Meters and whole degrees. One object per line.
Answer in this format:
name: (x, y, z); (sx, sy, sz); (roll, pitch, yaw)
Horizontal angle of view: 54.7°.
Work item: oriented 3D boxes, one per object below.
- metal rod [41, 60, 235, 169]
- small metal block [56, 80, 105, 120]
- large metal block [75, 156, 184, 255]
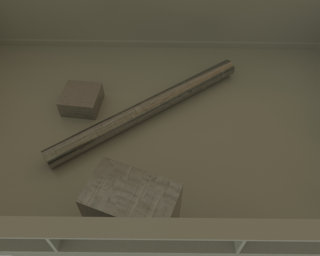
metal rod: (-0.014, -0.028, 0.428); (0.302, 0.025, 0.025); (-29, 56, -23)
small metal block: (-0.111, -0.040, 0.437); (0.050, 0.025, 0.050); (6, 50, 4)
large metal block: (-0.026, 0.081, 0.301); (0.080, 0.080, 0.050); (17, 52, 13)
